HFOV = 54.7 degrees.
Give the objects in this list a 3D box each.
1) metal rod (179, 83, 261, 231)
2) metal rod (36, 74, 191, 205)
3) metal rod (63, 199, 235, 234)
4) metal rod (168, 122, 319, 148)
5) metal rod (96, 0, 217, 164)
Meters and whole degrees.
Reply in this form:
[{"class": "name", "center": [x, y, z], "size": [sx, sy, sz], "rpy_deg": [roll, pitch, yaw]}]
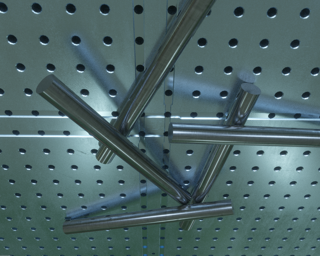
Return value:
[{"class": "metal rod", "center": [0.078, 0.064, 0.466], "size": [0.025, 0.025, 0.298], "rpy_deg": [9, 130, -8]}, {"class": "metal rod", "center": [-0.038, 0.036, 0.412], "size": [0.025, 0.025, 0.300], "rpy_deg": [-26, 135, 20]}, {"class": "metal rod", "center": [-0.029, 0.151, 0.519], "size": [0.301, 0.025, 0.025], "rpy_deg": [-12, 130, 17]}, {"class": "metal rod", "center": [0.160, 0.012, 0.399], "size": [0.302, 0.025, 0.025], "rpy_deg": [2, 131, -12]}, {"class": "metal rod", "center": [-0.009, -0.058, 0.362], "size": [0.025, 0.025, 0.298], "rpy_deg": [23, 126, -19]}]
